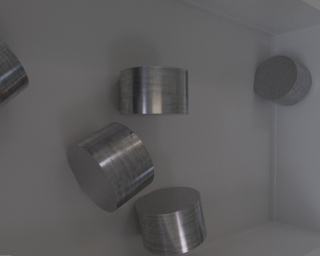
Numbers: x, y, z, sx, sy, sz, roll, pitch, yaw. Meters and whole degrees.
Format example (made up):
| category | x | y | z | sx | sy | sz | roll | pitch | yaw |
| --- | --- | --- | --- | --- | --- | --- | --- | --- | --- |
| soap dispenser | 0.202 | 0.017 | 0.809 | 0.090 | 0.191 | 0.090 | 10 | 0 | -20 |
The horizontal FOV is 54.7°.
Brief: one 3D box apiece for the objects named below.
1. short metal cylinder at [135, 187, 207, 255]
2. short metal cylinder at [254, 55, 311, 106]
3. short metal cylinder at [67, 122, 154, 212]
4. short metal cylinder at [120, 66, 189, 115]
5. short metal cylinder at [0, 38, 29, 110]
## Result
| category | x | y | z | sx | sy | sz | roll | pitch | yaw |
| --- | --- | --- | --- | --- | --- | --- | --- | --- | --- |
| short metal cylinder | 0.014 | 0.111 | 0.383 | 0.081 | 0.080 | 0.050 | -18 | 102 | -39 |
| short metal cylinder | 0.218 | -0.083 | 0.553 | 0.050 | 0.080 | 0.080 | 13 | 82 | -39 |
| short metal cylinder | -0.052 | 0.041 | 0.327 | 0.050 | 0.080 | 0.080 | -33 | 111 | -35 |
| short metal cylinder | -0.007 | -0.041 | 0.365 | 0.081 | 0.080 | 0.050 | -1 | 91 | -40 |
| short metal cylinder | -0.153 | -0.047 | 0.242 | 0.050 | 0.080 | 0.080 | -51 | 120 | -28 |
